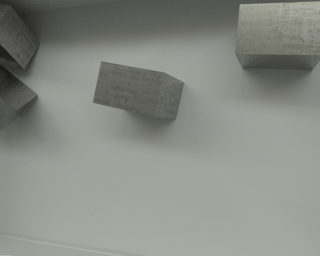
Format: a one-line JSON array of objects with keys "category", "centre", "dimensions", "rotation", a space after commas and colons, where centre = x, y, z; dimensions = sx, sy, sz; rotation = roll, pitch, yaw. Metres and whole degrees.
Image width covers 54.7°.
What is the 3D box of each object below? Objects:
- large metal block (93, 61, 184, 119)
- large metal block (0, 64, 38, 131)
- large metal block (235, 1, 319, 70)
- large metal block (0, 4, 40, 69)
[{"category": "large metal block", "centre": [-0.024, -0.045, 0.389], "dimensions": [0.080, 0.080, 0.050], "rotation": [14, 95, 19]}, {"category": "large metal block", "centre": [-0.239, -0.047, 0.448], "dimensions": [0.080, 0.080, 0.050], "rotation": [42, 105, -15]}, {"category": "large metal block", "centre": [0.129, -0.096, 0.336], "dimensions": [0.080, 0.080, 0.050], "rotation": [6, 92, 19]}, {"category": "large metal block", "centre": [-0.241, -0.138, 0.455], "dimensions": [0.080, 0.080, 0.050], "rotation": [16, 69, 15]}]
